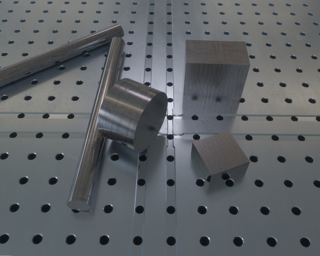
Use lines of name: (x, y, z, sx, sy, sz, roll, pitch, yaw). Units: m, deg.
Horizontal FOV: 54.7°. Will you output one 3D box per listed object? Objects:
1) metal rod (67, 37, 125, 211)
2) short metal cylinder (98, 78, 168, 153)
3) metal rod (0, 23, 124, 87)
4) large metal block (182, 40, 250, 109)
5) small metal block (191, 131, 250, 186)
metal rod: (-0.080, -0.030, 0.432, 0.025, 0.025, 0.300, 2, 50, 2)
short metal cylinder: (-0.032, -0.016, 0.385, 0.050, 0.080, 0.080, 24, 54, 19)
metal rod: (-0.191, -0.105, 0.493, 0.302, 0.025, 0.025, -30, 56, -23)
large metal block: (0.074, -0.074, 0.434, 0.080, 0.080, 0.050, 2, 50, 2)
small metal block: (0.072, 0.036, 0.378, 0.050, 0.025, 0.050, -16, 52, -14)
